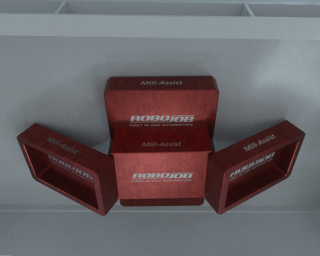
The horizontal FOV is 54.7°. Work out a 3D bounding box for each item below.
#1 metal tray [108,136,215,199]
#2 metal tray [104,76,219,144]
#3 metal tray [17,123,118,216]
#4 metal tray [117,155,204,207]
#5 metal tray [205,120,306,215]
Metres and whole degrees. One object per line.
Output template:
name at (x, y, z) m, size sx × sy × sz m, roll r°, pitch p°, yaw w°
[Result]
metal tray at (0.003, 0.054, 0.410) m, size 0.131 × 0.030 × 0.089 m, roll -1°, pitch 130°, yaw 0°
metal tray at (0.002, -0.018, 0.387) m, size 0.131 × 0.030 × 0.089 m, roll -1°, pitch 130°, yaw 0°
metal tray at (-0.120, 0.055, 0.409) m, size 0.130 × 0.030 × 0.089 m, roll 21°, pitch 135°, yaw 21°
metal tray at (0.003, 0.080, 0.470) m, size 0.131 × 0.030 × 0.089 m, roll -1°, pitch 130°, yaw 0°
metal tray at (0.123, 0.051, 0.407) m, size 0.131 × 0.030 × 0.089 m, roll -21°, pitch 134°, yaw -21°
